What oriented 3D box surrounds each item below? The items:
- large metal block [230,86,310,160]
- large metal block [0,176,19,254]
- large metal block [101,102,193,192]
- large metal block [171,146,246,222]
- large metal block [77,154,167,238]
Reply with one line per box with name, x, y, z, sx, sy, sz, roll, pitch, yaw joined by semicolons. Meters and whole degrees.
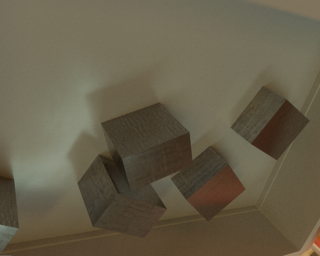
large metal block;0.173;-0.006;0.486;0.080;0.050;0.080;28;103;-38
large metal block;-0.199;0.084;0.317;0.080;0.080;0.050;31;101;-38
large metal block;-0.017;0.019;0.377;0.081;0.080;0.050;-21;127;-16
large metal block;0.078;0.090;0.493;0.080;0.050;0.080;-40;130;-1
large metal block;-0.050;0.088;0.402;0.080;0.080;0.050;29;102;-38
